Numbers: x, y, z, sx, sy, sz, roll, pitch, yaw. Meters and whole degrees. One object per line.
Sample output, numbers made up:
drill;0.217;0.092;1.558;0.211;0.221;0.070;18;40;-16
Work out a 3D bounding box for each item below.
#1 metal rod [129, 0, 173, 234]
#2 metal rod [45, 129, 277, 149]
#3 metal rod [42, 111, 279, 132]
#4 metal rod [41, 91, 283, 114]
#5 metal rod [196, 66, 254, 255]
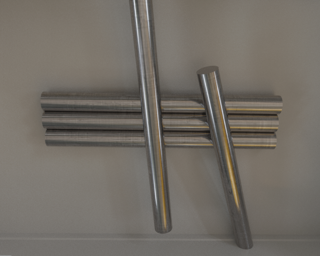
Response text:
metal rod;-0.008;0.001;0.383;0.025;0.025;0.298;-5;110;1
metal rod;0.002;0.014;0.415;0.302;0.025;0.025;1;110;-1
metal rod;0.002;-0.009;0.407;0.302;0.025;0.025;1;110;-1
metal rod;0.003;-0.032;0.398;0.302;0.025;0.025;1;110;-1
metal rod;0.093;0.062;0.413;0.025;0.025;0.298;-15;117;5
